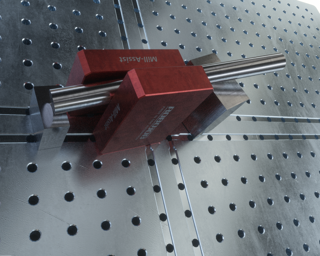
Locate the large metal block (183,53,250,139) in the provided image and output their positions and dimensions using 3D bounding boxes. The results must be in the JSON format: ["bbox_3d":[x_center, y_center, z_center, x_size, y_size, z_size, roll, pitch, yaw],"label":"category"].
[{"bbox_3d":[0.062,-0.044,0.434,0.050,0.080,0.080,-25,76,-37],"label":"large metal block"}]

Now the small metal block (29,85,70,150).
[{"bbox_3d":[-0.121,-0.011,0.334,0.025,0.050,0.050,-9,66,-32],"label":"small metal block"}]

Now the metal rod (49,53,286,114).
[{"bbox_3d":[0.029,-0.058,0.364,0.303,0.025,0.025,-14,69,-24],"label":"metal rod"}]

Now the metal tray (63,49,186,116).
[{"bbox_3d":[-0.042,-0.056,0.378,0.131,0.090,0.030,-9,68,-33],"label":"metal tray"}]

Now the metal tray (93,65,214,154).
[{"bbox_3d":[-0.012,-0.017,0.346,0.091,0.129,0.030,-10,68,-33],"label":"metal tray"}]
